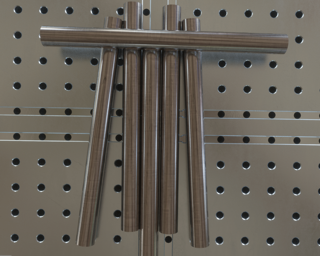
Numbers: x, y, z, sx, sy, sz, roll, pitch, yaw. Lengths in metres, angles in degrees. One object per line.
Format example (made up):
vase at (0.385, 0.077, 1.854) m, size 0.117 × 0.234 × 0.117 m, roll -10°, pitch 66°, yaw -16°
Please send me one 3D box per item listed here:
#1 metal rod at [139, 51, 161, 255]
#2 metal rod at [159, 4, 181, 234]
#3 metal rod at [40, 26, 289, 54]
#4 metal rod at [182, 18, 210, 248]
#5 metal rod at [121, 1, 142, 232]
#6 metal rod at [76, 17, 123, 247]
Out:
metal rod at (-0.013, 0.041, 0.413) m, size 0.025 × 0.025 × 0.298 m, roll 1°, pitch 90°, yaw 0°
metal rod at (0.014, -0.011, 0.415) m, size 0.025 × 0.025 × 0.298 m, roll 1°, pitch 90°, yaw 0°
metal rod at (0.006, -0.110, 0.388) m, size 0.302 × 0.025 × 0.025 m, roll 2°, pitch 90°, yaw 0°
metal rod at (0.047, 0.007, 0.414) m, size 0.025 × 0.025 × 0.298 m, roll -2°, pitch 90°, yaw 0°
metal rod at (-0.038, -0.015, 0.413) m, size 0.025 × 0.025 × 0.298 m, roll 1°, pitch 90°, yaw 0°
metal rod at (-0.080, 0.005, 0.412) m, size 0.025 × 0.025 × 0.298 m, roll 7°, pitch 90°, yaw 0°
